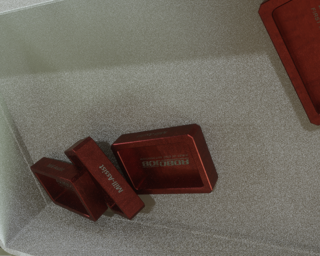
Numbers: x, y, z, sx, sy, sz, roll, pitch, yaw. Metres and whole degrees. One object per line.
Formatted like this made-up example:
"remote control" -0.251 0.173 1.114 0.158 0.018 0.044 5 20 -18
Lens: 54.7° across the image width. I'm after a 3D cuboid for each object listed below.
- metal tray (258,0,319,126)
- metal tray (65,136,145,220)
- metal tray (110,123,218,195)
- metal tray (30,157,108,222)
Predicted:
"metal tray" 0.158 -0.074 0.276 0.090 0.030 0.130 -21 107 35
"metal tray" -0.086 0.076 0.469 0.130 0.030 0.090 53 156 -10
"metal tray" 0.005 0.047 0.430 0.130 0.030 0.090 -9 114 31
"metal tray" -0.155 0.101 0.521 0.130 0.030 0.090 6 128 41
